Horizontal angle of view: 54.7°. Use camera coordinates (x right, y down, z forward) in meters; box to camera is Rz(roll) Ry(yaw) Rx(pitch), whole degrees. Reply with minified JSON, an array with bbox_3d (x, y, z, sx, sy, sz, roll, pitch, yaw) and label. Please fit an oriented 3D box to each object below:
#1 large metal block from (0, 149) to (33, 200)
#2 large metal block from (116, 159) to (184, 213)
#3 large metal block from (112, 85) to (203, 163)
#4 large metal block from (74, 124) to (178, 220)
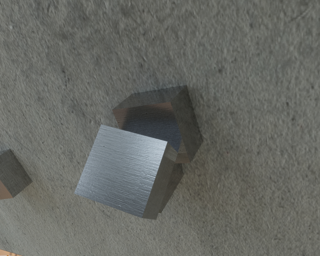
[{"bbox_3d":[-0.315,0.093,0.611,0.080,0.050,0.080,-14,112,33],"label":"large metal block"},{"bbox_3d":[-0.023,0.065,0.422,0.080,0.080,0.050,-1,118,28],"label":"large metal block"},{"bbox_3d":[-0.001,-0.002,0.388,0.080,0.050,0.080,-5,116,30],"label":"large metal block"},{"bbox_3d":[-0.035,0.049,0.346,0.080,0.080,0.050,14,166,20],"label":"large metal block"}]
